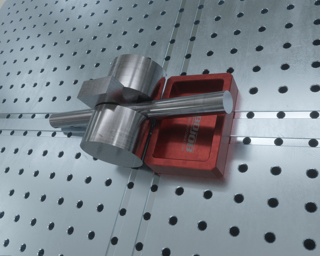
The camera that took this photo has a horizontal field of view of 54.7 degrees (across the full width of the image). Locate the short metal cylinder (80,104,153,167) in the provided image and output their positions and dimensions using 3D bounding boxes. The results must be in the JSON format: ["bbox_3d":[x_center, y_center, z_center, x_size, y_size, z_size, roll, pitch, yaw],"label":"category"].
[{"bbox_3d":[-0.054,0.012,0.393,0.080,0.080,0.050,2,63,29],"label":"short metal cylinder"}]

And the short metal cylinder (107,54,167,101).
[{"bbox_3d":[-0.035,-0.055,0.423,0.080,0.080,0.050,1,62,28],"label":"short metal cylinder"}]

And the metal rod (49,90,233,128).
[{"bbox_3d":[-0.049,-0.020,0.416,0.300,0.025,0.025,-4,60,36],"label":"metal rod"}]

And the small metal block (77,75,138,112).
[{"bbox_3d":[-0.065,-0.038,0.389,0.050,0.050,0.025,-4,60,36],"label":"small metal block"}]

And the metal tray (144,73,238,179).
[{"bbox_3d":[0.041,-0.006,0.387,0.090,0.030,0.130,1,62,28],"label":"metal tray"}]
